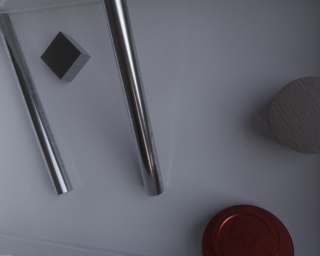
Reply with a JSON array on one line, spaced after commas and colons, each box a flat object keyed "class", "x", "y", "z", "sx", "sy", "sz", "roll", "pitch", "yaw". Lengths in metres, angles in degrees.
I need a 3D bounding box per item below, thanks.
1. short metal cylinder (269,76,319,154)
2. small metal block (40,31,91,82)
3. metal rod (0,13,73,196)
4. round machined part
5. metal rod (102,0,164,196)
[{"class": "short metal cylinder", "x": 0.163, "y": -0.013, "z": 0.340, "sx": 0.080, "sy": 0.050, "sz": 0.079, "roll": 0, "pitch": 90, "yaw": 19}, {"class": "small metal block", "x": -0.139, "y": -0.105, "z": 0.458, "sx": 0.050, "sy": 0.025, "sz": 0.050, "roll": 46, "pitch": 104, "yaw": 14}, {"class": "metal rod", "x": -0.198, "y": -0.040, "z": 0.478, "sx": 0.025, "sy": 0.025, "sz": 0.299, "roll": -25, "pitch": 82, "yaw": 18}, {"class": "round machined part", "x": 0.095, "y": 0.129, "z": 0.341, "sx": 0.098, "sy": 0.042, "sz": 0.098, "roll": -9, "pitch": 50, "yaw": 11}, {"class": "metal rod", "x": -0.032, "y": -0.052, "z": 0.357, "sx": 0.025, "sy": 0.025, "sz": 0.298, "roll": -2, "pitch": 114, "yaw": 20}]
